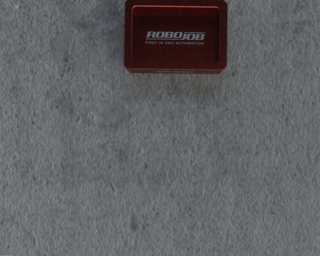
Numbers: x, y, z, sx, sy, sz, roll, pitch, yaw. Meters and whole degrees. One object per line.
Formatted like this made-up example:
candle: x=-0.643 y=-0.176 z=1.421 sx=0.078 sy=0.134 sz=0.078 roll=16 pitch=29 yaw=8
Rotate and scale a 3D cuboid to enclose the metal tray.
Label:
metal tray: x=0.020 y=-0.119 z=0.407 sx=0.131 sy=0.030 sz=0.090 roll=1 pitch=90 yaw=0
